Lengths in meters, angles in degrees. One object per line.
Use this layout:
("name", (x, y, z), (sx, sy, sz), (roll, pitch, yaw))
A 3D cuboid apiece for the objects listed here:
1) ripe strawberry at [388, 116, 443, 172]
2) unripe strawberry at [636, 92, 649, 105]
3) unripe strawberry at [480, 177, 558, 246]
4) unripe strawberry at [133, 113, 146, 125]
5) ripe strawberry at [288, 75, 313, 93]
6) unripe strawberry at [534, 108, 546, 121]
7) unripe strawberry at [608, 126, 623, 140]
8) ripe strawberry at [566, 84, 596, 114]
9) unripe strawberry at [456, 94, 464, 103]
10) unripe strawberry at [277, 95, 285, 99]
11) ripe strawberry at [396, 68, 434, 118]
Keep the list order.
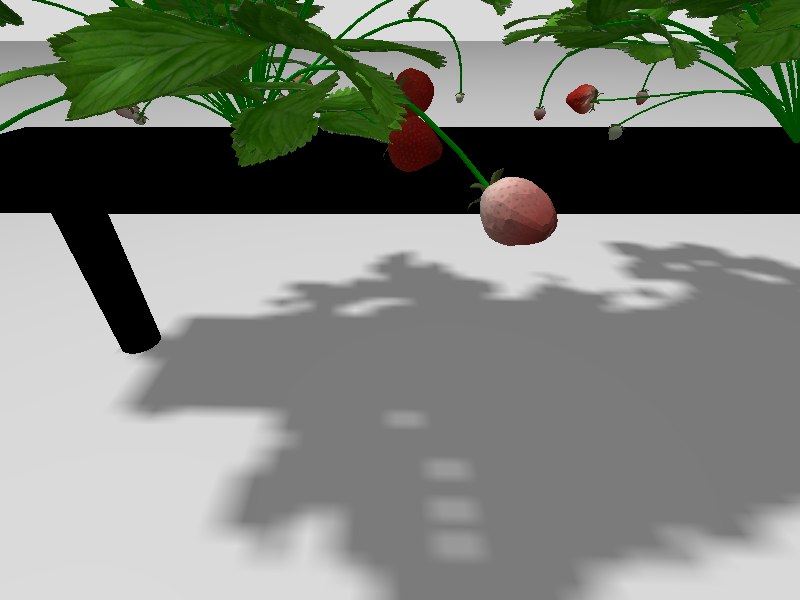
("ripe strawberry", (0.011, -0.100, 0.260), (0.035, 0.034, 0.032), (21, 40, 23))
("unripe strawberry", (0.286, -0.239, 0.474), (0.013, 0.014, 0.015), (-8, 35, -12))
("unripe strawberry", (0.050, -0.037, 0.169), (0.032, 0.027, 0.032), (-27, 55, -33))
("unripe strawberry", (-0.254, -0.176, 0.390), (0.012, 0.012, 0.011), (-18, 19, 39))
("ripe strawberry", (-0.129, -0.277, 0.521), (0.032, 0.028, 0.033), (-1, 34, -2))
("unripe strawberry", (0.139, -0.184, 0.398), (0.011, 0.011, 0.011), (14, 37, 19))
("unripe strawberry", (0.182, -0.142, 0.340), (0.010, 0.012, 0.012), (13, 34, -3))
("ripe strawberry", (0.197, -0.219, 0.436), (0.029, 0.029, 0.032), (29, 44, 36))
("unripe strawberry", (0.071, -0.241, 0.478), (0.010, 0.010, 0.011), (-28, 43, -35))
("unripe strawberry", (-0.131, -0.221, 0.444), (0.010, 0.011, 0.011), (-3, 34, -4))
("ripe strawberry", (0.016, -0.210, 0.407), (0.044, 0.046, 0.040), (-23, 41, -31))
